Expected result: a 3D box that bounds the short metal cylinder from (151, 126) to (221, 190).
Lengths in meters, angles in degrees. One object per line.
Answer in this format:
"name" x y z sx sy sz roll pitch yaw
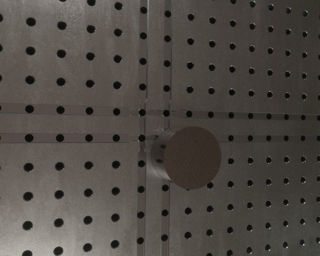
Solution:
"short metal cylinder" 0.034 0.037 0.413 0.081 0.050 0.079 0 90 -21
